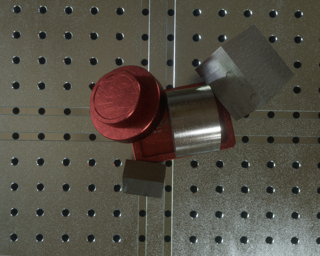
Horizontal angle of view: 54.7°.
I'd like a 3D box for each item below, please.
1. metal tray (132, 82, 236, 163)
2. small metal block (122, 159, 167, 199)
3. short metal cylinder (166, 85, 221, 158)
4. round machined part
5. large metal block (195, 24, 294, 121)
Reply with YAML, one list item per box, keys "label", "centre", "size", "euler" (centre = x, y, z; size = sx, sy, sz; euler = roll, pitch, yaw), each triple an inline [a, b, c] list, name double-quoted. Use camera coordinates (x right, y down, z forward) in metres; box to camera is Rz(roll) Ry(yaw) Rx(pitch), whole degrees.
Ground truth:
- label: "metal tray"
  centre: [0.025, -0.007, 0.409]
  size: [0.131, 0.030, 0.089]
  euler: [-11, 90, 0]
- label: "small metal block"
  centre: [-0.020, 0.066, 0.395]
  size: [0.050, 0.050, 0.025]
  euler: [8, 56, 0]
- label: "short metal cylinder"
  centre: [0.038, -0.008, 0.370]
  size: [0.050, 0.080, 0.080]
  euler: [-9, 90, -1]
- label: "round machined part"
  centre: [-0.046, -0.033, 0.382]
  size: [0.098, 0.042, 0.098]
  euler: [-6, 74, 22]
- label: "large metal block"
  centre: [0.104, -0.068, 0.378]
  size: [0.080, 0.050, 0.080]
  euler: [-39, 91, -37]
